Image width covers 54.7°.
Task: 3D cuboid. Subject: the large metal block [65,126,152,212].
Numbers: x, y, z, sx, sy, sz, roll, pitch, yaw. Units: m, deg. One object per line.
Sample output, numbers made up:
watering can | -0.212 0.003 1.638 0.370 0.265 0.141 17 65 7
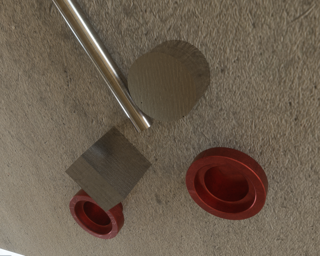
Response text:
large metal block | -0.072 0.057 0.444 0.080 0.080 0.050 46 129 -4

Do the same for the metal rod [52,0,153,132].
metal rod | -0.097 -0.124 0.380 0.025 0.025 0.299 -22 107 36

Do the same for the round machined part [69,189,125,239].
round machined part | -0.104 0.142 0.539 0.098 0.042 0.097 13 124 21

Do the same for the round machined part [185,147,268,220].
round machined part | 0.085 0.065 0.391 0.098 0.042 0.097 13 124 21

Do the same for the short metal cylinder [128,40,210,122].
short metal cylinder | 0.011 -0.054 0.352 0.080 0.050 0.079 13 124 21
